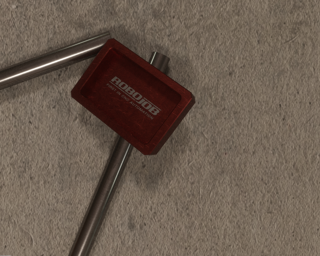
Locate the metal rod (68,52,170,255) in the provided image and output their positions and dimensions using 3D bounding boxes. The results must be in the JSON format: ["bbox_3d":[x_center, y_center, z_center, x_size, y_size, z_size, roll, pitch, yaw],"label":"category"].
[{"bbox_3d":[-0.055,0.042,0.409,0.025,0.025,0.299,22,90,-1],"label":"metal rod"}]

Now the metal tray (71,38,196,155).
[{"bbox_3d":[-0.034,-0.038,0.383,0.130,0.030,0.090,37,94,14],"label":"metal tray"}]

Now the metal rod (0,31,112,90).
[{"bbox_3d":[-0.205,-0.065,0.407,0.302,0.025,0.025,-20,90,-1],"label":"metal rod"}]
